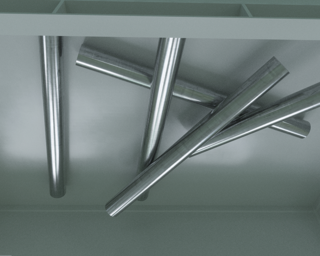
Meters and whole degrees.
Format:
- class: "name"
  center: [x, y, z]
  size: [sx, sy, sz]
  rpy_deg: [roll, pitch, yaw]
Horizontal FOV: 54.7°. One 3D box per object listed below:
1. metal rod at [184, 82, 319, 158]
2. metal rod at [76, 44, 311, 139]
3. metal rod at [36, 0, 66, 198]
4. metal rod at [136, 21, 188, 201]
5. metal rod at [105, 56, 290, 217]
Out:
- class: "metal rod"
  center: [0.153, -0.027, 0.341]
  size: [0.300, 0.025, 0.025]
  rpy_deg: [-26, 127, 30]
- class: "metal rod"
  center: [0.052, -0.039, 0.376]
  size: [0.302, 0.025, 0.025]
  rpy_deg: [16, 128, -14]
- class: "metal rod"
  center: [-0.135, -0.010, 0.398]
  size: [0.025, 0.025, 0.298]
  rpy_deg: [8, 130, -7]
- class: "metal rod"
  center: [-0.009, 0.008, 0.392]
  size: [0.025, 0.025, 0.298]
  rpy_deg: [6, 137, -6]
- class: "metal rod"
  center: [0.030, 0.026, 0.390]
  size: [0.025, 0.025, 0.299]
  rpy_deg: [34, 117, -26]
